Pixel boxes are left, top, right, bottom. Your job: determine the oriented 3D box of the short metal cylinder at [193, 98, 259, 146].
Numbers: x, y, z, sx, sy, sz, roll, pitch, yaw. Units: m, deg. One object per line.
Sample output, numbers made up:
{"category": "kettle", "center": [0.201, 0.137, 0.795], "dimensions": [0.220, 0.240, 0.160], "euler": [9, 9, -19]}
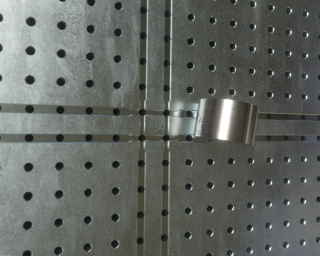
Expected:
{"category": "short metal cylinder", "center": [0.089, -0.007, 0.418], "dimensions": [0.081, 0.080, 0.050], "euler": [10, 87, -20]}
